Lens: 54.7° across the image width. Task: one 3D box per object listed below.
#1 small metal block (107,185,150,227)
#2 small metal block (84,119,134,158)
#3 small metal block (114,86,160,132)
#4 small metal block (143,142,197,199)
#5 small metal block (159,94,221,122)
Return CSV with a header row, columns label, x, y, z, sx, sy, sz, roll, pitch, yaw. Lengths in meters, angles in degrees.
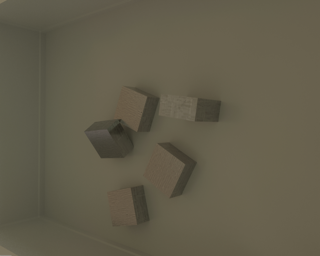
label,x,y,z,sx,sy,sz,roll,pitch,yaw
small metal block,-0.046,0.111,0.442,0.050,0.025,0.050,-18,79,38
small metal block,-0.074,0.017,0.450,0.050,0.025,0.050,-6,121,39
small metal block,-0.033,-0.027,0.432,0.050,0.025,0.050,27,107,36
small metal block,0.012,0.053,0.395,0.050,0.025,0.050,35,111,34
small metal block,0.035,-0.023,0.360,0.050,0.050,0.025,12,98,39
